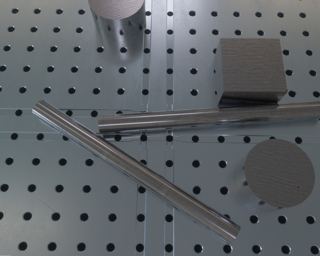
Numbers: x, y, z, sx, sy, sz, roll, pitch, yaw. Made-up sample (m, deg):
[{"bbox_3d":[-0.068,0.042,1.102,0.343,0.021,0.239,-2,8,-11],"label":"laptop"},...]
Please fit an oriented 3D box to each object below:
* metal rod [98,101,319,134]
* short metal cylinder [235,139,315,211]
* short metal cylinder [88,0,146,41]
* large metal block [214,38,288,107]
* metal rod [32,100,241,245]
[{"bbox_3d":[0.071,-0.015,0.417,0.302,0.025,0.025,-4,70,-2],"label":"metal rod"},{"bbox_3d":[0.137,0.059,0.378,0.081,0.050,0.080,0,70,0],"label":"short metal cylinder"},{"bbox_3d":[-0.062,-0.179,0.463,0.081,0.050,0.080,0,70,0],"label":"short metal cylinder"},{"bbox_3d":[0.121,-0.075,0.427,0.081,0.050,0.080,0,70,0],"label":"large metal block"},{"bbox_3d":[-0.038,0.050,0.393,0.301,0.025,0.025,31,73,10],"label":"metal rod"}]
